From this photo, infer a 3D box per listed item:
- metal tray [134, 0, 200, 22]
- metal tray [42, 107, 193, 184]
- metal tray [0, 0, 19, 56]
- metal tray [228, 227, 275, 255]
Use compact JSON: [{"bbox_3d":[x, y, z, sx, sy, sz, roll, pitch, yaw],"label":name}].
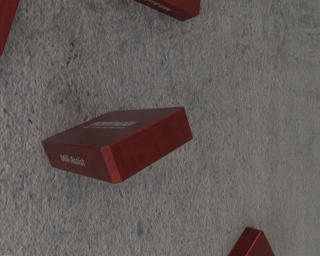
[{"bbox_3d":[-0.001,-0.204,0.399,0.131,0.030,0.089,7,85,-40],"label":"metal tray"},{"bbox_3d":[-0.045,0.011,0.298,0.091,0.130,0.030,-28,108,-37],"label":"metal tray"},{"bbox_3d":[-0.186,-0.118,0.245,0.131,0.030,0.090,20,78,-38],"label":"metal tray"},{"bbox_3d":[0.167,0.251,0.541,0.090,0.030,0.130,-44,116,-31],"label":"metal tray"}]
